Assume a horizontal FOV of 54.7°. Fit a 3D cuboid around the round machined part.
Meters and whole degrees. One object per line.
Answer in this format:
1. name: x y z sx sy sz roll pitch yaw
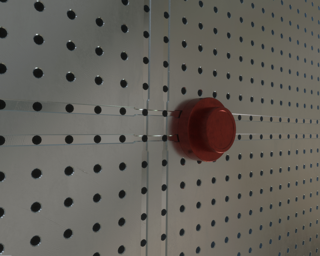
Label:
1. round machined part: 0.077 0.003 0.465 0.099 0.042 0.097 0 90 -40
